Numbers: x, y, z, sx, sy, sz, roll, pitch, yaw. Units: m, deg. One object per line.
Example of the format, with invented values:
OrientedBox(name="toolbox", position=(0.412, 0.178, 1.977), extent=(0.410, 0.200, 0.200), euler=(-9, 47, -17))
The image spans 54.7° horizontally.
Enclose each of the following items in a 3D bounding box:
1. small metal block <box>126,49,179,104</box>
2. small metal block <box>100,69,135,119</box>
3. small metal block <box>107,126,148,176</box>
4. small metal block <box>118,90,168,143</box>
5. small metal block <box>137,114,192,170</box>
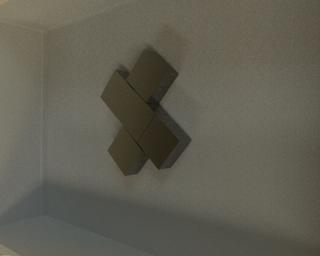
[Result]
OrientedBox(name="small metal block", position=(-0.011, -0.068, 0.413), extent=(0.050, 0.025, 0.050), euler=(49, 118, 28))
OrientedBox(name="small metal block", position=(-0.054, -0.048, 0.449), extent=(0.050, 0.025, 0.050), euler=(49, 119, 29))
OrientedBox(name="small metal block", position=(-0.042, 0.032, 0.439), extent=(0.050, 0.025, 0.050), euler=(50, 120, 28))
OrientedBox(name="small metal block", position=(-0.025, -0.016, 0.424), extent=(0.050, 0.025, 0.050), euler=(49, 119, 29))
OrientedBox(name="small metal block", position=(0.004, 0.018, 0.400), extent=(0.050, 0.025, 0.050), euler=(49, 119, 29))
